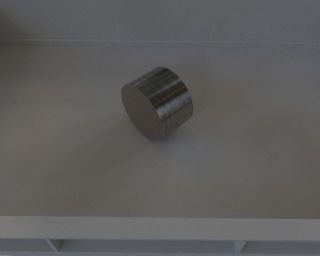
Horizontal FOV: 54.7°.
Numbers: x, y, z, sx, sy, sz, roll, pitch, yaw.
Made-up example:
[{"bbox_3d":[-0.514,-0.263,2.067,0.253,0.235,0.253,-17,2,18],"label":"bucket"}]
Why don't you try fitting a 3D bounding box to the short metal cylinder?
[{"bbox_3d":[-0.004,-0.030,0.392,0.050,0.080,0.080,-34,58,-25],"label":"short metal cylinder"}]
